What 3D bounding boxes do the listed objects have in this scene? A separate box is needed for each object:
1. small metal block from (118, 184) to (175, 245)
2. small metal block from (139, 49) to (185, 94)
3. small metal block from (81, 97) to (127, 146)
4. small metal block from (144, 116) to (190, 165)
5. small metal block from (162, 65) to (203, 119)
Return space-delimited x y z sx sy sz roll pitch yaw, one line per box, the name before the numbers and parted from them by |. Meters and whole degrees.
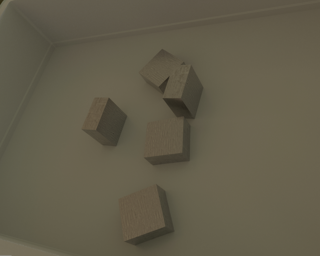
small metal block | -0.016 0.099 0.353 0.050 0.025 0.050 -24 53 13
small metal block | 0.006 -0.081 0.451 0.050 0.025 0.050 -46 51 -4
small metal block | -0.076 -0.008 0.433 0.025 0.050 0.050 3 63 29
small metal block | 0.010 0.017 0.389 0.050 0.025 0.050 -9 58 23
small metal block | 0.031 -0.046 0.400 0.025 0.050 0.050 4 64 30
